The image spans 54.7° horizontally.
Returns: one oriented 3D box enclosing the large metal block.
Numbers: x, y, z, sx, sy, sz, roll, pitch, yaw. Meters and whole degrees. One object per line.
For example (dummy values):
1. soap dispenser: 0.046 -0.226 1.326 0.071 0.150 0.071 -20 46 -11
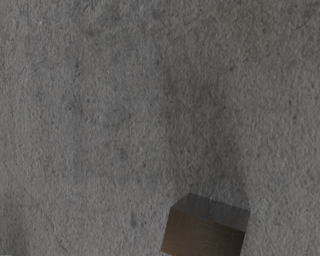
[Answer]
1. large metal block: 0.056 0.118 0.359 0.080 0.080 0.050 14 95 19
